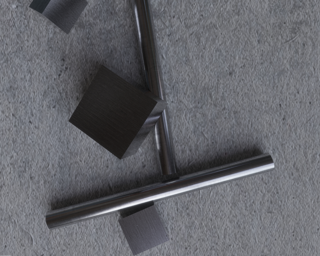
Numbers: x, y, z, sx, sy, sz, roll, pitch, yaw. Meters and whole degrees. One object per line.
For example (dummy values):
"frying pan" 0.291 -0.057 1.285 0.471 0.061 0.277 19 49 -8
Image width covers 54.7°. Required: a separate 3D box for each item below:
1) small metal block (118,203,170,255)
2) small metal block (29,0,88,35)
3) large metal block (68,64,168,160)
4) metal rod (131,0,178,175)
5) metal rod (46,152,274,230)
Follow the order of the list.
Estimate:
"small metal block" -0.021 0.131 0.410 0.050 0.025 0.050 -24 90 0
"small metal block" -0.127 -0.156 0.393 0.025 0.050 0.050 33 90 23
"large metal block" -0.050 -0.020 0.383 0.080 0.050 0.080 35 100 11
"metal rod" -0.012 -0.088 0.409 0.025 0.025 0.298 -9 90 0
"metal rod" 0.001 0.083 0.410 0.302 0.025 0.025 -15 90 -1
